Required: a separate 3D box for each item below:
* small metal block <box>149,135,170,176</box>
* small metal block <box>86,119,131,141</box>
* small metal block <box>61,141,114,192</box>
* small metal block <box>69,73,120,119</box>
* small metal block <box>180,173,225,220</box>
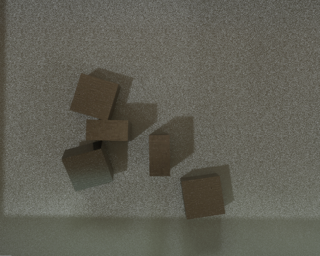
[{"bbox_3d":[-0.001,0.033,0.399,0.025,0.050,0.050,-1,90,0],"label":"small metal block"},{"bbox_3d":[-0.064,0.004,0.398,0.050,0.050,0.025,1,87,-1],"label":"small metal block"},{"bbox_3d":[-0.092,0.049,0.402,0.050,0.025,0.050,-15,114,0],"label":"small metal block"},{"bbox_3d":[-0.085,-0.039,0.410,0.050,0.025,0.050,17,88,-1],"label":"small metal block"},{"bbox_3d":[0.056,0.090,0.412,0.050,0.025,0.050,-8,90,-1],"label":"small metal block"}]
